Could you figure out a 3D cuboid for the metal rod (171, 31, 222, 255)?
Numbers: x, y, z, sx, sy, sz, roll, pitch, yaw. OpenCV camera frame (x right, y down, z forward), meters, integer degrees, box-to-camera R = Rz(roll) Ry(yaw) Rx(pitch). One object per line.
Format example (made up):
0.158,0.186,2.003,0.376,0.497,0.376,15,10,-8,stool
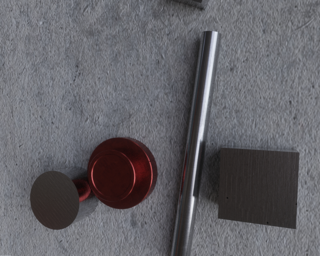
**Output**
0.044,0.030,0.392,0.025,0.025,0.298,9,93,19,metal rod

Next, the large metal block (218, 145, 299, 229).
0.113,0.063,0.356,0.080,0.050,0.079,3,91,19,large metal block

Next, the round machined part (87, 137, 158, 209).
-0.056,0.061,0.419,0.098,0.042,0.097,0,90,19,round machined part

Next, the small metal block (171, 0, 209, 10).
0.042,-0.185,0.394,0.050,0.025,0.050,24,98,18,small metal block

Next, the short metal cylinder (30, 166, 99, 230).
-0.135,0.097,0.442,0.080,0.050,0.079,0,90,19,short metal cylinder
